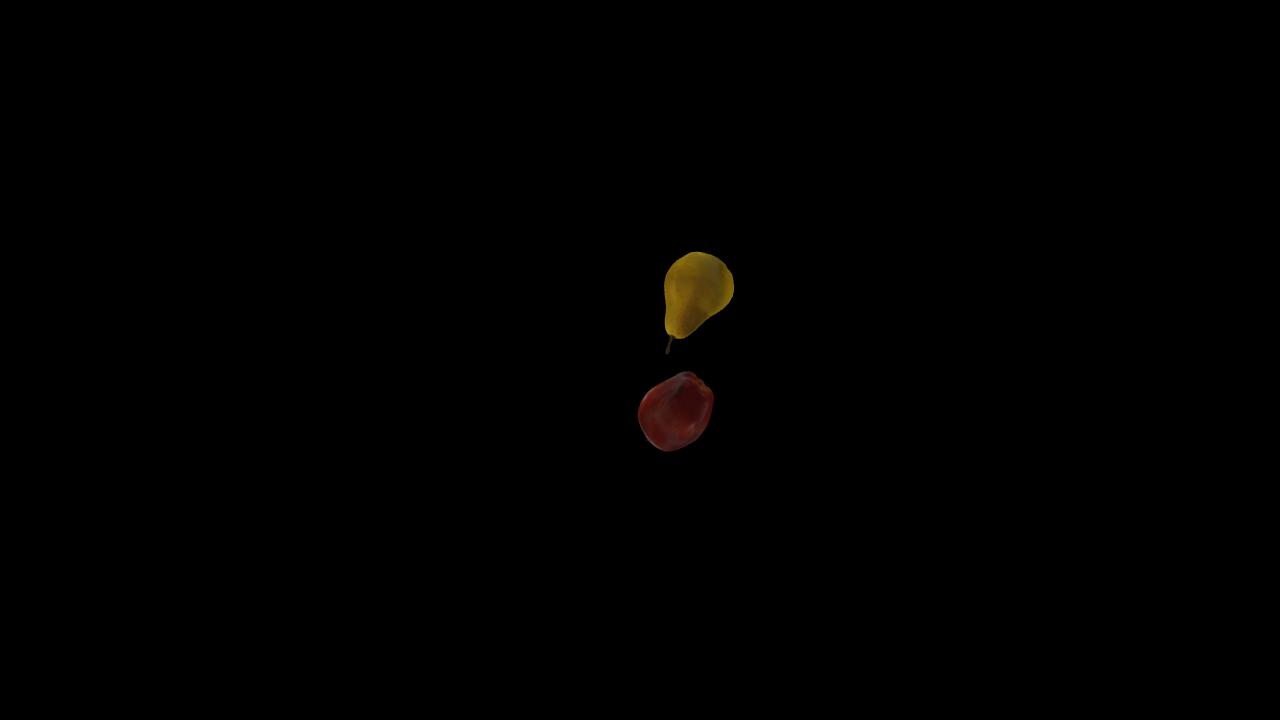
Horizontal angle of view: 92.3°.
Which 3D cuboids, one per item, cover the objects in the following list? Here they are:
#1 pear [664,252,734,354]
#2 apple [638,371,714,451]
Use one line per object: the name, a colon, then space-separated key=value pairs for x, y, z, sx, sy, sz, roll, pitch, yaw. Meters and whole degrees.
pear: x=0.052 y=-0.060 z=0.656 sx=0.080 sy=0.111 sz=0.080 roll=24 pitch=-24 yaw=11
apple: x=0.040 y=0.060 z=0.697 sx=0.079 sy=0.093 sz=0.079 roll=39 pitch=16 yaw=-14
